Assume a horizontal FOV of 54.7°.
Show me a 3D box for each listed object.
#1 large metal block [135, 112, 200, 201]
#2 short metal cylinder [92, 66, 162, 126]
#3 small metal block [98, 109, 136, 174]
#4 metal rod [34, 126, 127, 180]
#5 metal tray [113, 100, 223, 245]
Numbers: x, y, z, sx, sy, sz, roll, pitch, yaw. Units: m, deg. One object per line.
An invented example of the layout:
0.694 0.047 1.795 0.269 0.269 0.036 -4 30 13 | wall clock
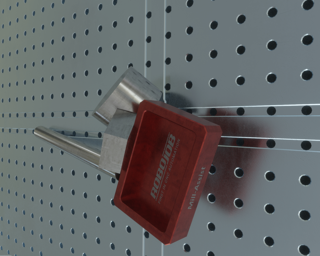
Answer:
0.003 0.035 0.387 0.080 0.050 0.080 -42 65 31 | large metal block
-0.043 -0.033 0.399 0.050 0.080 0.080 39 123 -15 | short metal cylinder
-0.047 0.014 0.352 0.025 0.050 0.050 16 124 0 | small metal block
-0.136 0.030 0.480 0.300 0.025 0.025 13 99 50 | metal rod
0.003 0.044 0.332 0.090 0.030 0.129 26 106 37 | metal tray
